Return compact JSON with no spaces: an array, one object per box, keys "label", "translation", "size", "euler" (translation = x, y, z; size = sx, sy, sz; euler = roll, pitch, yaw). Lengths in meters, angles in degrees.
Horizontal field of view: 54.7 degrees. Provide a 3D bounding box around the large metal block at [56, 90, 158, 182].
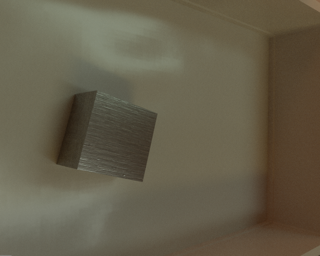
[{"label":"large metal block","translation":[-0.057,0.011,0.344],"size":[0.080,0.050,0.080],"euler":[20,78,-39]}]
